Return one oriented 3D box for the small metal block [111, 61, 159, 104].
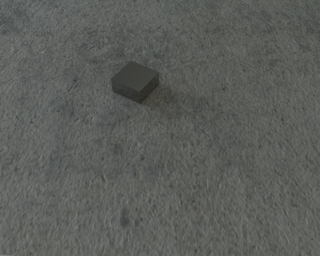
[{"bbox_3d":[-0.036,-0.069,0.461,0.050,0.025,0.050,26,54,19],"label":"small metal block"}]
